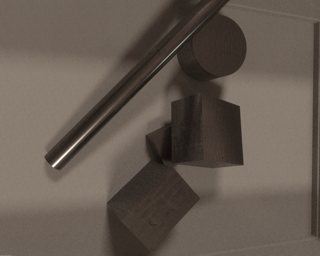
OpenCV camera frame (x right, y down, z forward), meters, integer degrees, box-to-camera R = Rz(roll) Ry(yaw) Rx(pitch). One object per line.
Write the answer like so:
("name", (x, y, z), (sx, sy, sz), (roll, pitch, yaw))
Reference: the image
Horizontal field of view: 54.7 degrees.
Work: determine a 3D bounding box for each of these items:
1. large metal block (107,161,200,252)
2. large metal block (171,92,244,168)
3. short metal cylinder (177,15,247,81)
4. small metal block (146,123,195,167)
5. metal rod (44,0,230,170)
("large metal block", (-0.011, 0.089, 0.378), (0.080, 0.080, 0.050), (-43, 104, -15))
("large metal block", (0.061, 0.007, 0.398), (0.081, 0.050, 0.080), (12, 72, -42))
("short metal cylinder", (0.070, -0.107, 0.424), (0.081, 0.050, 0.079), (0, 90, -21))
("small metal block", (0.016, 0.022, 0.418), (0.050, 0.025, 0.050), (-26, 99, -18))
("metal rod", (-0.021, -0.066, 0.372), (0.300, 0.025, 0.025), (-45, 105, -3))
